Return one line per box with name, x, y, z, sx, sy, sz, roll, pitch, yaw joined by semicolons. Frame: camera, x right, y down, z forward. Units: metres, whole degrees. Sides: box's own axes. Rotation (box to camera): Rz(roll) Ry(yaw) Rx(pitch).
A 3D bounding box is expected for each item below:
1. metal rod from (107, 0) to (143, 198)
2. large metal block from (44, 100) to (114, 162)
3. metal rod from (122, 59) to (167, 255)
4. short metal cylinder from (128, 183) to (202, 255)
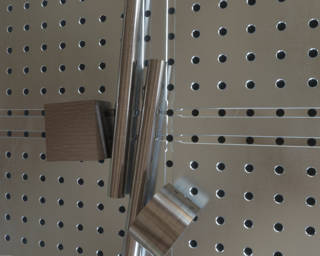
metal rod;-0.047;-0.053;0.429;0.025;0.025;0.298;6;92;20
large metal block;-0.112;0.005;0.439;0.080;0.050;0.080;-3;89;20
metal rod;-0.024;0.058;0.420;0.025;0.025;0.298;9;93;19
short metal cylinder;0.006;0.115;0.381;0.050;0.080;0.080;38;102;16
